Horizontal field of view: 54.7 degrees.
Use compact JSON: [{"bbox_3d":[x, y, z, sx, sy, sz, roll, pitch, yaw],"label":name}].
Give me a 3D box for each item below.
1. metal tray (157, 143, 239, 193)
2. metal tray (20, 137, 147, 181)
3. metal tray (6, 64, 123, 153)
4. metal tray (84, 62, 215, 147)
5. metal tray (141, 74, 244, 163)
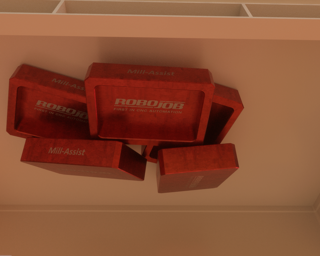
[{"bbox_3d":[0.042,0.058,0.411,0.091,0.030,0.130,-5,159,-4],"label":"metal tray"},{"bbox_3d":[-0.093,0.041,0.392,0.130,0.030,0.090,1,162,19],"label":"metal tray"},{"bbox_3d":[-0.116,-0.017,0.385,0.131,0.030,0.089,15,129,-13],"label":"metal tray"},{"bbox_3d":[-0.012,-0.023,0.344,0.131,0.030,0.089,3,130,-3],"label":"metal tray"},{"bbox_3d":[0.037,-0.001,0.403,0.091,0.030,0.129,15,129,-13],"label":"metal tray"}]
